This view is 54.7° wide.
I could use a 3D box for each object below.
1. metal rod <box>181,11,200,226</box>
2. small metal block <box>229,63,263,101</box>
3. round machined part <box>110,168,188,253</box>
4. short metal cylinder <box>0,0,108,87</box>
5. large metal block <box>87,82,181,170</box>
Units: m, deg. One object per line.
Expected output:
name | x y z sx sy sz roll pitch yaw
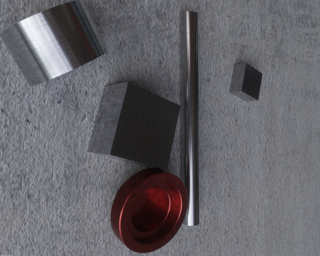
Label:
metal rod | 0.043 -0.013 0.443 0.025 0.025 0.298 -1 91 -40
small metal block | 0.148 -0.078 0.532 0.050 0.025 0.050 19 78 -39
round machined part | -0.017 0.095 0.375 0.099 0.042 0.097 -10 106 -36
short metal cylinder | -0.096 -0.079 0.289 0.080 0.080 0.050 -38 114 -34
large metal block | -0.029 0.000 0.366 0.080 0.050 0.080 21 77 -38
